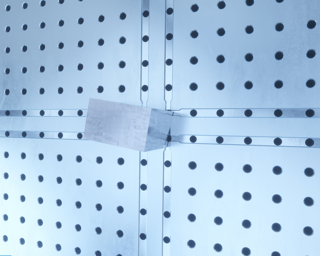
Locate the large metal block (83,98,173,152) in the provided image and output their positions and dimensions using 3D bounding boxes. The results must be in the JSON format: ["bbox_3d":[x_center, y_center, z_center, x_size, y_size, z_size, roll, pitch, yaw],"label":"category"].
[{"bbox_3d":[-0.037,-0.005,0.396,0.080,0.080,0.050,11,94,19],"label":"large metal block"}]
